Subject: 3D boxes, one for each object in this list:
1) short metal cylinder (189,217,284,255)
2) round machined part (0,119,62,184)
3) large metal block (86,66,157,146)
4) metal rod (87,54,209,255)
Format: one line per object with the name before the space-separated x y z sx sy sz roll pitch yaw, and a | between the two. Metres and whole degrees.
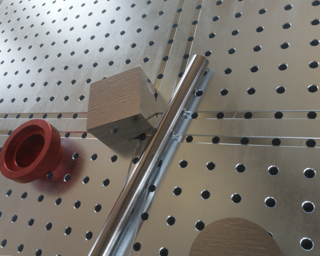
short metal cylinder | 0.071 0.126 0.277 0.080 0.050 0.080 -13 56 21
round machined part | -0.191 0.038 0.471 0.098 0.042 0.098 -13 56 20
large metal block | -0.052 -0.030 0.436 0.080 0.050 0.080 -16 55 19
metal rod | -0.009 0.032 0.391 0.025 0.025 0.300 16 70 34
